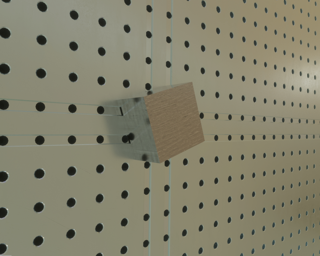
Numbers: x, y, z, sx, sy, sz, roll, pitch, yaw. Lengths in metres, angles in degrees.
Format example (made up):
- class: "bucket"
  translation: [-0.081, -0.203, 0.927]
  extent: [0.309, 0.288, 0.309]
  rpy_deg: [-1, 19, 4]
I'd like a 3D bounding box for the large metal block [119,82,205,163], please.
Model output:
- class: "large metal block"
  translation: [0.004, -0.009, 0.396]
  extent: [0.081, 0.050, 0.080]
  rpy_deg: [-22, 104, -38]
